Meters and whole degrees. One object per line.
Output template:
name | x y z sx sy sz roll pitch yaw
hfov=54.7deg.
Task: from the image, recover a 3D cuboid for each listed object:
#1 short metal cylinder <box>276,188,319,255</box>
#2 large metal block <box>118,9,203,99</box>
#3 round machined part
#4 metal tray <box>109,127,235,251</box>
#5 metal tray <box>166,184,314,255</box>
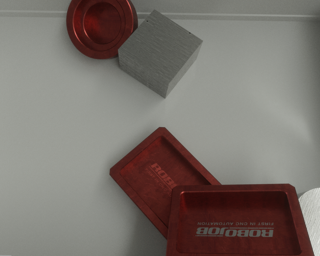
short metal cylinder | 0.183 0.113 0.357 0.081 0.050 0.080 0 70 -1
large metal block | 0.000 -0.102 0.430 0.080 0.050 0.080 35 73 6
round machined part | -0.077 -0.147 0.438 0.098 0.042 0.097 3 102 14
metal tray | 0.014 0.073 0.380 0.090 0.030 0.130 -41 75 -14
metal tray | 0.076 0.102 0.315 0.131 0.030 0.090 -3 40 10
